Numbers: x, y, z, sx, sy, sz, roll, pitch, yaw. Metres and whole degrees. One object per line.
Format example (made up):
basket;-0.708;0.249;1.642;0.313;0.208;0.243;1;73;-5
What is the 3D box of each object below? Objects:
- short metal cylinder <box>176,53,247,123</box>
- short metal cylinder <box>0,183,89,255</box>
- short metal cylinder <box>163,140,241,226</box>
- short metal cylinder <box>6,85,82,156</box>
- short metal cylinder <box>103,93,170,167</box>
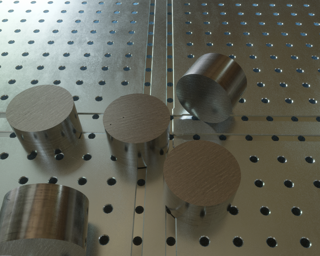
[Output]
short metal cylinder;0.069;-0.053;0.417;0.080;0.080;0.050;25;55;20
short metal cylinder;-0.109;0.094;0.292;0.081;0.080;0.050;-4;50;-3
short metal cylinder;0.044;0.060;0.341;0.081;0.050;0.080;0;50;0
short metal cylinder;-0.147;-0.010;0.399;0.081;0.050;0.080;0;50;0
short metal cylinder;-0.028;0.002;0.389;0.081;0.050;0.080;0;50;0
